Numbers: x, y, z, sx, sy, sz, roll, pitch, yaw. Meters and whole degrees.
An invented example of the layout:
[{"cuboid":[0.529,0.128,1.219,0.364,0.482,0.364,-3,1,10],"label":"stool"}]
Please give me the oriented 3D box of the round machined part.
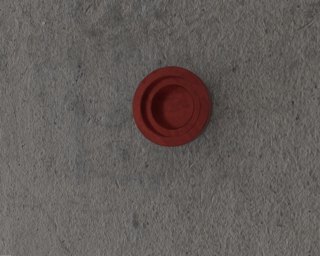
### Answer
[{"cuboid":[0.018,-0.026,0.394,0.098,0.042,0.097,0,90,20],"label":"round machined part"}]
